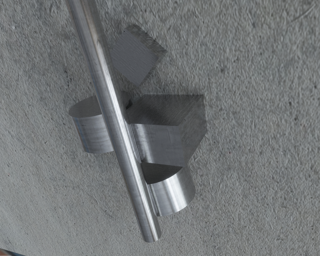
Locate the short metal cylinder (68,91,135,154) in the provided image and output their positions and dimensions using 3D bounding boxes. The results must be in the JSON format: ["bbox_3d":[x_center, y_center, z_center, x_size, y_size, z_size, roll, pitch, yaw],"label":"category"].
[{"bbox_3d":[-0.071,-0.009,0.403,0.080,0.080,0.050,1,119,27],"label":"short metal cylinder"}]

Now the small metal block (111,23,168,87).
[{"bbox_3d":[-0.028,-0.086,0.368,0.050,0.025,0.050,41,129,-1],"label":"small metal block"}]

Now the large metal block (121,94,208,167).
[{"bbox_3d":[0.004,-0.001,0.369,0.080,0.080,0.050,3,120,26],"label":"large metal block"}]

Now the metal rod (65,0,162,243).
[{"bbox_3d":[-0.042,0.004,0.327,0.025,0.025,0.298,1,119,28],"label":"metal rod"}]

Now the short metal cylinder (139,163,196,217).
[{"bbox_3d":[0.002,0.071,0.414,0.080,0.080,0.050,-5,116,30],"label":"short metal cylinder"}]
